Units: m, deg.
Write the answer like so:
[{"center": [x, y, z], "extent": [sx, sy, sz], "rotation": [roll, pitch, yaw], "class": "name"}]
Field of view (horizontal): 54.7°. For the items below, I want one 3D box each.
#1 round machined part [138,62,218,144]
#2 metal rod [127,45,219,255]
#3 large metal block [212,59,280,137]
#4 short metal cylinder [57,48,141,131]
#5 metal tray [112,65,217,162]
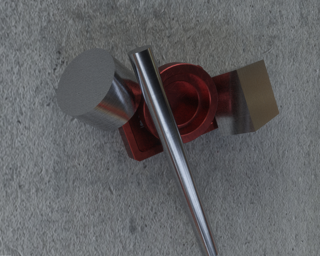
[{"center": [0.018, -0.032, 0.383], "extent": [0.099, 0.042, 0.097], "rotation": [-7, 108, -23], "class": "round machined part"}, {"center": [0.025, 0.048, 0.374], "extent": [0.025, 0.025, 0.298], "rotation": [-29, 117, -18], "class": "metal rod"}, {"center": [0.113, -0.042, 0.422], "extent": [0.081, 0.050, 0.080], "rotation": [-26, 100, -45], "class": "large metal block"}, {"center": [-0.068, -0.042, 0.350], "extent": [0.050, 0.080, 0.080], "rotation": [34, 76, -54], "class": "short metal cylinder"}, {"center": [0.008, -0.021, 0.411], "extent": [0.131, 0.030, 0.090], "rotation": [-22, 98, -19], "class": "metal tray"}]
